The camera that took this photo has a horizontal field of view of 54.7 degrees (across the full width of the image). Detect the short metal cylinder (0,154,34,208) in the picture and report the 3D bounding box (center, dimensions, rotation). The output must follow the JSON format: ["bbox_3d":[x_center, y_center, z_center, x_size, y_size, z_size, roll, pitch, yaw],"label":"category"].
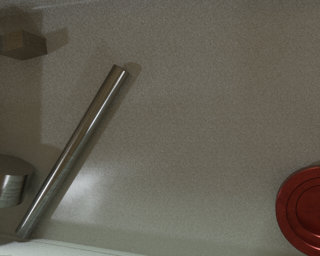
[{"bbox_3d":[-0.238,0.077,0.463,0.080,0.080,0.050,23,98,18],"label":"short metal cylinder"}]

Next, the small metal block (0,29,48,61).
[{"bbox_3d":[-0.209,-0.124,0.469,0.050,0.050,0.025,-8,88,19],"label":"small metal block"}]

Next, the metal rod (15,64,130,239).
[{"bbox_3d":[-0.133,0.041,0.455,0.025,0.025,0.299,36,101,16],"label":"metal rod"}]

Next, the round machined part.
[{"bbox_3d":[0.179,0.088,0.339,0.098,0.042,0.097,0,90,19],"label":"round machined part"}]
